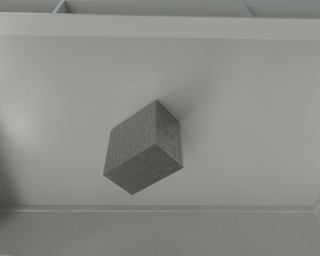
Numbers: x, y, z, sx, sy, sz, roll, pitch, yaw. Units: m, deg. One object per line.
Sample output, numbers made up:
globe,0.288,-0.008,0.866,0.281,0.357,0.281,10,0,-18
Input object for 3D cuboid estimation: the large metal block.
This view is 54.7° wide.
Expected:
large metal block,-0.020,0.025,0.390,0.080,0.080,0.050,-32,123,24
